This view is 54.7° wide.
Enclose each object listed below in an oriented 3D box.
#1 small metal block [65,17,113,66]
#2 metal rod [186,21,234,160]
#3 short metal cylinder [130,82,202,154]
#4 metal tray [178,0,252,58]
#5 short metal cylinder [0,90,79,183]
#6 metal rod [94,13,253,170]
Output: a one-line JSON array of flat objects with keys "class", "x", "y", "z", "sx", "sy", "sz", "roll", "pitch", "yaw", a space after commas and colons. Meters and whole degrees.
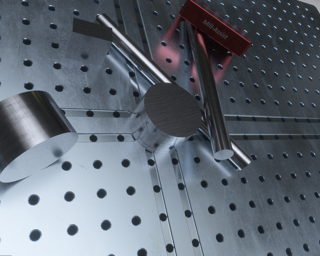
[{"class": "small metal block", "x": -0.095, "y": -0.113, "z": 0.411, "sx": 0.050, "sy": 0.050, "sz": 0.025, "roll": 8, "pitch": 58, "yaw": -24}, {"class": "metal rod", "x": 0.069, "y": -0.086, "z": 0.478, "sx": 0.025, "sy": 0.025, "sz": 0.300, "roll": 12, "pitch": 50, "yaw": -22}, {"class": "short metal cylinder", "x": 0.007, "y": -0.012, "z": 0.405, "sx": 0.081, "sy": 0.050, "sz": 0.080, "roll": 14, "pitch": 56, "yaw": -21}, {"class": "metal tray", "x": 0.099, "y": -0.184, "z": 0.551, "sx": 0.130, "sy": 0.030, "sz": 0.090, "roll": 33, "pitch": 28, "yaw": -7}, {"class": "short metal cylinder", "x": -0.128, "y": 0.009, "z": 0.299, "sx": 0.081, "sy": 0.080, "sz": 0.050, "roll": -30, "pitch": 79, "yaw": -38}, {"class": "metal rod", "x": 0.017, "y": -0.054, "z": 0.452, "sx": 0.300, "sy": 0.025, "sz": 0.025, "roll": 45, "pitch": 51, "yaw": 3}]
